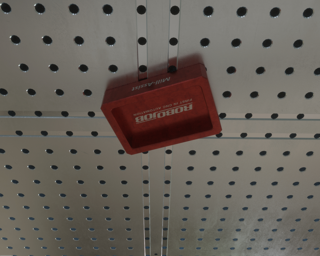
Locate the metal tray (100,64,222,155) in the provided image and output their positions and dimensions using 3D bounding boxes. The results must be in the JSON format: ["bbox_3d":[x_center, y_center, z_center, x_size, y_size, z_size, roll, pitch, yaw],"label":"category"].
[{"bbox_3d":[0.004,-0.019,0.391,0.130,0.030,0.090,-15,129,12],"label":"metal tray"}]
